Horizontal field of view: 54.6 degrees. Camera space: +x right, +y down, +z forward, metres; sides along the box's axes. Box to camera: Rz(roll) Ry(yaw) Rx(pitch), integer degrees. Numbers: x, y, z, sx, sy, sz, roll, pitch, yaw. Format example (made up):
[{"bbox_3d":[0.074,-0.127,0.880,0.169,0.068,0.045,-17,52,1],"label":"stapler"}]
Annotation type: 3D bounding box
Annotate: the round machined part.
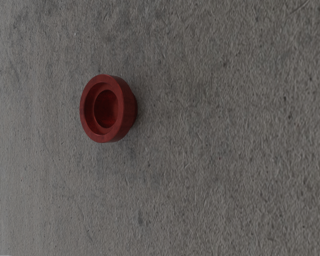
[{"bbox_3d":[-0.071,-0.028,0.454,0.098,0.042,0.097,0,90,40],"label":"round machined part"}]
